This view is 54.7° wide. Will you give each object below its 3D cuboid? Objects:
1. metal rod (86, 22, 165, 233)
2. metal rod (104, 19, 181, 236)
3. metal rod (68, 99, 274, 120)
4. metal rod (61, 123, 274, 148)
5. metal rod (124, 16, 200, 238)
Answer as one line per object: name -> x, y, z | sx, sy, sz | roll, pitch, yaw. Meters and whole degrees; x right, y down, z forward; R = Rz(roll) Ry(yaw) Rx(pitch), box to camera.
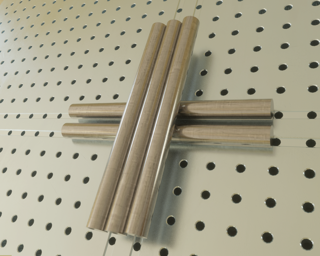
metal rod -> -0.035, -0.019, 0.405 | 0.025, 0.025, 0.300 | 1, 62, 28
metal rod -> -0.013, -0.019, 0.394 | 0.025, 0.025, 0.300 | 1, 62, 28
metal rod -> -0.004, -0.024, 0.424 | 0.300, 0.025, 0.025 | 1, 62, 28
metal rod -> -0.011, 0.007, 0.408 | 0.300, 0.025, 0.025 | 1, 62, 28
metal rod -> 0.010, -0.020, 0.383 | 0.025, 0.025, 0.300 | 1, 62, 28
